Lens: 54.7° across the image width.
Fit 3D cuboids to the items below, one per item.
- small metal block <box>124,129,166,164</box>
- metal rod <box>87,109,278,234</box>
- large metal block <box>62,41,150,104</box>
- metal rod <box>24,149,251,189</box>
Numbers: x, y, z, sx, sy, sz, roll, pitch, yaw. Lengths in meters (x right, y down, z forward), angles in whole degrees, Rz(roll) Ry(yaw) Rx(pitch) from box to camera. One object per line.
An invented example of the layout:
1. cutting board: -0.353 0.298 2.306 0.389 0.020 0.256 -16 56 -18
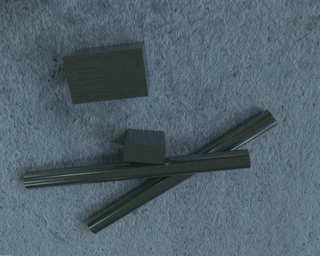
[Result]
1. small metal block: -0.019 0.023 0.405 0.050 0.050 0.025 4 110 -2
2. metal rod: 0.024 0.066 0.434 0.300 0.025 0.025 -33 107 11
3. large metal block: -0.055 -0.066 0.355 0.080 0.080 0.050 -6 110 2
4. metal rod: -0.036 0.056 0.413 0.301 0.025 0.025 -7 110 8
